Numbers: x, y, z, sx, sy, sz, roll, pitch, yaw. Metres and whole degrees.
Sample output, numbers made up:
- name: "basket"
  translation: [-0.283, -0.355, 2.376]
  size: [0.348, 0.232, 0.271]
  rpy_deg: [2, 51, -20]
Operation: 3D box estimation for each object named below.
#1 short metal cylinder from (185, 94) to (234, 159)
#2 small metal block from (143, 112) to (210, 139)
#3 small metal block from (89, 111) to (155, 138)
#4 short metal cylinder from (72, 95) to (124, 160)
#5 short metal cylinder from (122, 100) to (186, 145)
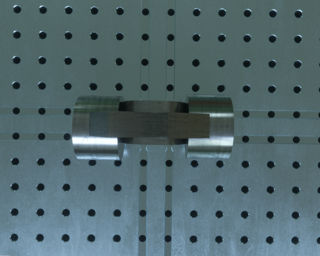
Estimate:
- name: "short metal cylinder"
  translation: [0.058, -0.002, 0.385]
  size: [0.050, 0.080, 0.079]
  rpy_deg: [1, 90, 1]
- name: "small metal block"
  translation: [0.016, -0.002, 0.324]
  size: [0.050, 0.050, 0.025]
  rpy_deg: [1, 90, -31]
- name: "small metal block"
  translation: [-0.040, -0.004, 0.319]
  size: [0.050, 0.050, 0.025]
  rpy_deg: [1, 90, -32]
- name: "short metal cylinder"
  translation: [-0.073, 0.000, 0.385]
  size: [0.050, 0.080, 0.079]
  rpy_deg: [1, 90, 0]
- name: "short metal cylinder"
  translation: [-0.007, -0.006, 0.385]
  size: [0.081, 0.080, 0.050]
  rpy_deg: [1, 90, 0]
